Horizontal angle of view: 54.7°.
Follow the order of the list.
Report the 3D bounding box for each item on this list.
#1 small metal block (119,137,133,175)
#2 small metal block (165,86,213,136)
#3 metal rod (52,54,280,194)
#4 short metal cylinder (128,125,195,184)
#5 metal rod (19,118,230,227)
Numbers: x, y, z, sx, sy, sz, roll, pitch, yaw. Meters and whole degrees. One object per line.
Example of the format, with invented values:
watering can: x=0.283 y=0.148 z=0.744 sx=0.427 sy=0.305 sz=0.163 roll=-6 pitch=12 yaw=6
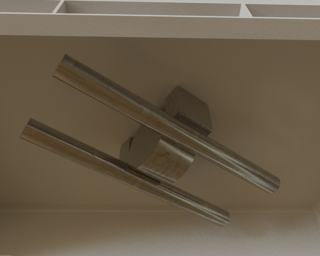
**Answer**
small metal block: x=-0.029 y=0.048 z=0.431 sx=0.050 sy=0.050 sz=0.025 roll=30 pitch=124 yaw=-23
small metal block: x=0.034 y=-0.017 z=0.376 sx=0.050 sy=0.050 sz=0.025 roll=30 pitch=124 yaw=-23
metal rod: x=0.027 y=0.008 z=0.349 sx=0.301 sy=0.025 sz=0.025 roll=29 pitch=124 yaw=-23
short metal cylinder: x=0.002 y=0.025 z=0.392 sx=0.050 sy=0.080 sz=0.080 roll=30 pitch=124 yaw=-23
metal rod: x=-0.027 y=0.067 z=0.400 sx=0.301 sy=0.025 sz=0.025 roll=29 pitch=124 yaw=-23
